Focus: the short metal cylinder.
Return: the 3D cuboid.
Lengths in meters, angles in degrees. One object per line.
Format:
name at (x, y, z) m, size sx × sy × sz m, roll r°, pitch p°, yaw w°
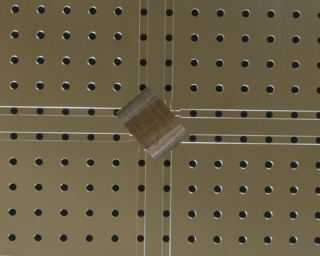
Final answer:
short metal cylinder at (-0.009, -0.005, 0.385) m, size 0.050 × 0.080 × 0.080 m, roll -40°, pitch 91°, yaw 0°
